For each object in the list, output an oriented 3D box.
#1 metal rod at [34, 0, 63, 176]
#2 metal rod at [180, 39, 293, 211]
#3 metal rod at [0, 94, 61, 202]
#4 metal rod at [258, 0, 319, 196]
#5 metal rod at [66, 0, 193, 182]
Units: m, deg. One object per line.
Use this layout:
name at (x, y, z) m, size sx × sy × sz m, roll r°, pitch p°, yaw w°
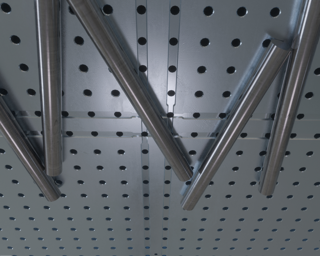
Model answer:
metal rod at (-0.130, -0.049, 0.368) m, size 0.025 × 0.025 × 0.298 m, roll 8°, pitch 130°, yaw -7°
metal rod at (0.089, 0.019, 0.428) m, size 0.025 × 0.025 × 0.298 m, roll 13°, pitch 129°, yaw -11°
metal rod at (-0.199, -0.003, 0.407) m, size 0.025 × 0.025 × 0.299 m, roll -8°, pitch 130°, yaw 7°
metal rod at (0.162, -0.015, 0.399) m, size 0.025 × 0.025 × 0.298 m, roll -2°, pitch 130°, yaw 2°
metal rod at (-0.022, -0.032, 0.383) m, size 0.025 × 0.025 × 0.299 m, roll -19°, pitch 128°, yaw 15°
